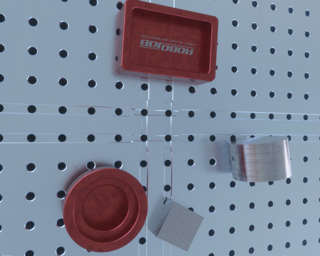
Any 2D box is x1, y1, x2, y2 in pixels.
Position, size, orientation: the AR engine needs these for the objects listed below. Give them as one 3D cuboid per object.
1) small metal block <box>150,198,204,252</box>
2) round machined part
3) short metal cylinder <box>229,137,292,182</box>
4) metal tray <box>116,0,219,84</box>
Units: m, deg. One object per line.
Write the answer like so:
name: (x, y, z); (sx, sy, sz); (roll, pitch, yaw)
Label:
small metal block: (0.024, 0.131, 0.421); (0.050, 0.025, 0.050); (32, 80, -17)
round machined part: (-0.068, 0.095, 0.379); (0.099, 0.042, 0.097); (0, 90, -20)
short metal cylinder: (0.140, 0.042, 0.435); (0.081, 0.080, 0.050); (-8, 93, -20)
metal tray: (0.012, -0.111, 0.413); (0.131, 0.030, 0.089); (4, 89, -20)
